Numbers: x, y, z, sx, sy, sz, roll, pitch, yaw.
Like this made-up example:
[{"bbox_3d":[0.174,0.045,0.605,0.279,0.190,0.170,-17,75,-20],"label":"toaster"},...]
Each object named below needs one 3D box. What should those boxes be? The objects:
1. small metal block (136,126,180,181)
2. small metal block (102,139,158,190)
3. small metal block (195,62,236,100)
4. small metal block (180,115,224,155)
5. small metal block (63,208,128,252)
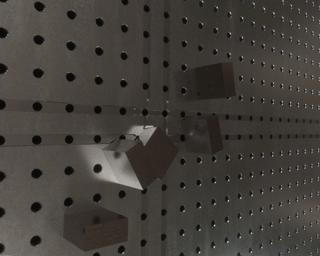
[{"bbox_3d":[-0.009,0.032,0.404,0.050,0.025,0.050,49,61,-29],"label":"small metal block"},{"bbox_3d":[-0.036,0.042,0.365,0.025,0.050,0.050,-36,113,-34],"label":"small metal block"},{"bbox_3d":[0.083,-0.070,0.465,0.025,0.050,0.050,-14,99,-40],"label":"small metal block"},{"bbox_3d":[0.060,0.009,0.446,0.025,0.050,0.050,-19,103,-39],"label":"small metal block"},{"bbox_3d":[-0.070,0.109,0.336,0.050,0.050,0.025,2,89,-40],"label":"small metal block"}]
